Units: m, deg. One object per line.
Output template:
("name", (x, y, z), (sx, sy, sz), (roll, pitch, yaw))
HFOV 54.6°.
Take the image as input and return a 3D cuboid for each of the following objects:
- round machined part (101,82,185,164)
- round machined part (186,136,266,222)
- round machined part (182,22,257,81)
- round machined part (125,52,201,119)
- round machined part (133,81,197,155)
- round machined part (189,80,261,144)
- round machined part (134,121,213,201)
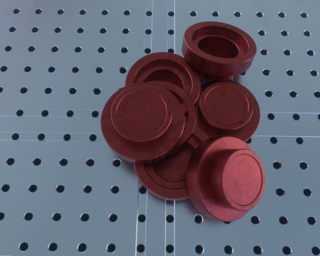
("round machined part", (-0.020, -0.010, 0.361), (0.099, 0.042, 0.098), (0, 70, 0))
("round machined part", (0.082, 0.058, 0.356), (0.099, 0.042, 0.098), (3, 84, -32))
("round machined part", (0.078, -0.102, 0.429), (0.099, 0.042, 0.098), (4, 49, -5))
("round machined part", (0.004, -0.050, 0.421), (0.099, 0.042, 0.098), (0, 70, 0))
("round machined part", (-0.003, -0.009, 0.406), (0.099, 0.042, 0.098), (0, 70, 0))
("round machined part", (0.084, -0.022, 0.411), (0.099, 0.042, 0.098), (0, 70, 0))
("round machined part", (0.018, 0.041, 0.388), (0.099, 0.042, 0.098), (0, 70, 0))
